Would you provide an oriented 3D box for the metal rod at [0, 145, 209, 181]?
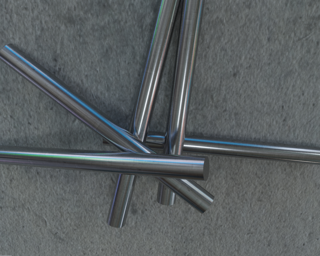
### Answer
[{"bbox_3d":[-0.093,0.038,0.364,0.301,0.025,0.025,1,112,22],"label":"metal rod"}]

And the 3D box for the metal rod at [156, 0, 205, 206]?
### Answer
[{"bbox_3d":[0.026,-0.048,0.374,0.025,0.025,0.298,7,103,-3],"label":"metal rod"}]

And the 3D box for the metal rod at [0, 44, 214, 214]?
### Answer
[{"bbox_3d":[-0.065,-0.002,0.365,0.300,0.025,0.025,37,106,3],"label":"metal rod"}]

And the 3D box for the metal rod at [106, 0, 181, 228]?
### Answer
[{"bbox_3d":[-0.022,-0.016,0.382,0.025,0.025,0.298,13,101,-5],"label":"metal rod"}]

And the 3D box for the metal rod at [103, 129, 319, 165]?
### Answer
[{"bbox_3d":[0.076,0.025,0.420,0.302,0.025,0.025,5,110,-3],"label":"metal rod"}]
